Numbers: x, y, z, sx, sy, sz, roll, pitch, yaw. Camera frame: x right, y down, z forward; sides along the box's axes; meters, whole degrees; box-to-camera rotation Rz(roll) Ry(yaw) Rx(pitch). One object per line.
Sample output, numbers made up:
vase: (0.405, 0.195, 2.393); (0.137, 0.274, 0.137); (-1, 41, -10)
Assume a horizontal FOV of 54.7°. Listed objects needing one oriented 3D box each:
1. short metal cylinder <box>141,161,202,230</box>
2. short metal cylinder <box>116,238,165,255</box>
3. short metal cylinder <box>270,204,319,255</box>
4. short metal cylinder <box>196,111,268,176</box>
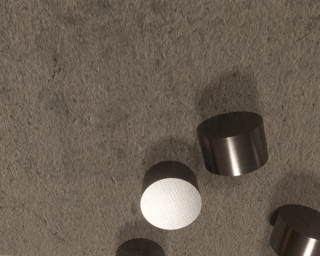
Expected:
short metal cylinder: (0.015, 0.092, 0.431); (0.081, 0.050, 0.079); (0, 110, -1)
short metal cylinder: (-0.031, 0.219, 0.477); (0.081, 0.050, 0.079); (0, 110, -1)
short metal cylinder: (0.204, 0.153, 0.440); (0.081, 0.080, 0.050); (8, 110, -3)
short metal cylinder: (0.091, 0.017, 0.388); (0.080, 0.080, 0.050); (-14, 110, 4)
